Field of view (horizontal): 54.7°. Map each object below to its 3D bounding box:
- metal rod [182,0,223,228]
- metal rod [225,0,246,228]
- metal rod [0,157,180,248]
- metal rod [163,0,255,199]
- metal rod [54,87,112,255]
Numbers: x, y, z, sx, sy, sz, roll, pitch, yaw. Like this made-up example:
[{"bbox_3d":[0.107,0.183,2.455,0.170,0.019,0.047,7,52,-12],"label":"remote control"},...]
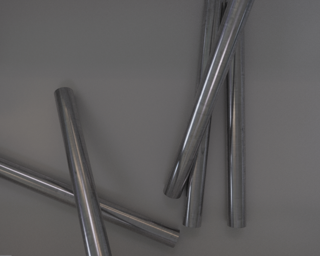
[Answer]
[{"bbox_3d":[0.057,-0.020,0.411,0.025,0.025,0.298,6,90,0],"label":"metal rod"},{"bbox_3d":[0.100,-0.020,0.411,0.025,0.025,0.298,-1,90,0],"label":"metal rod"},{"bbox_3d":[-0.118,0.090,0.410,0.301,0.025,0.025,22,90,0],"label":"metal rod"},{"bbox_3d":[0.057,-0.044,0.355,0.025,0.025,0.298,17,113,0],"label":"metal rod"},{"bbox_3d":[-0.082,0.079,0.345,0.025,0.025,0.299,-20,63,0],"label":"metal rod"}]
